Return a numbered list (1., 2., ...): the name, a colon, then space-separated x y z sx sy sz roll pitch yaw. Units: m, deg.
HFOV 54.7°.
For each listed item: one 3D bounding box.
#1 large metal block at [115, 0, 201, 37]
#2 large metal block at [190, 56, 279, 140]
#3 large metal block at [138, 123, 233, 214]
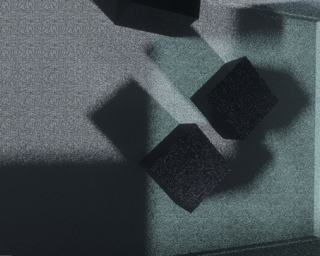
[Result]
1. large metal block: -0.004 -0.154 0.379 0.081 0.080 0.050 6 88 -20
2. large metal block: 0.104 -0.040 0.435 0.080 0.050 0.080 -45 104 -14
3. large metal block: 0.033 0.050 0.409 0.080 0.050 0.080 -44 104 -15
